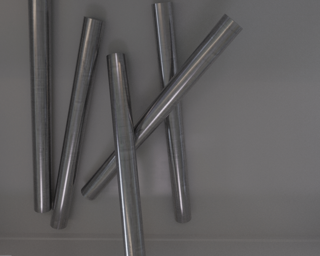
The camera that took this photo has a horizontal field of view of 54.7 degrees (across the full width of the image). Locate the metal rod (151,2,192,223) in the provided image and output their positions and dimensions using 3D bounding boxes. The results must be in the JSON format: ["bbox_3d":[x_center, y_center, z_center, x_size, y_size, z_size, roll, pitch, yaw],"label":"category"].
[{"bbox_3d":[0.018,-0.005,0.409,0.025,0.025,0.298,-6,110,2],"label":"metal rod"}]

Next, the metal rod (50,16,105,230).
[{"bbox_3d":[-0.114,0.008,0.412,0.025,0.025,0.298,13,110,-5],"label":"metal rod"}]

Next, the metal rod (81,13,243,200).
[{"bbox_3d":[-0.012,-0.009,0.385,0.025,0.025,0.299,36,114,-12],"label":"metal rod"}]

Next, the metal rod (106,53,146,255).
[{"bbox_3d":[-0.038,0.060,0.372,0.025,0.025,0.298,-6,87,2],"label":"metal rod"}]

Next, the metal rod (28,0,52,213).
[{"bbox_3d":[-0.154,-0.022,0.401,0.025,0.025,0.298,6,110,-3],"label":"metal rod"}]
